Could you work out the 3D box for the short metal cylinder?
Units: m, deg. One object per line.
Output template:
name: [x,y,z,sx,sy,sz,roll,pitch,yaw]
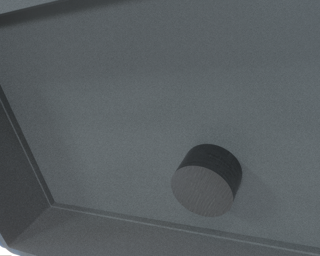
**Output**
short metal cylinder: [0.061,0.068,0.403,0.080,0.050,0.080,13,124,21]
